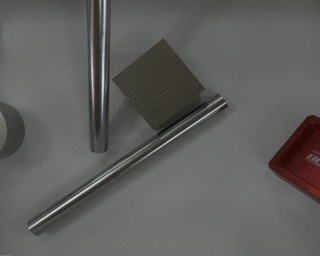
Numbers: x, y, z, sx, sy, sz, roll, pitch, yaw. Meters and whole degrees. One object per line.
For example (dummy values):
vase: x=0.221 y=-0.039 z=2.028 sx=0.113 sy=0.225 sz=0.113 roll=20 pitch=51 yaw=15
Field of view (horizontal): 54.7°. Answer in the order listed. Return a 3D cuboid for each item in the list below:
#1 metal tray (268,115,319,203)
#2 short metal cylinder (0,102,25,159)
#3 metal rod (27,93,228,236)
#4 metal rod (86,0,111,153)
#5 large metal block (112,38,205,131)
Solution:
metal tray: x=0.207 y=0.047 z=0.365 sx=0.090 sy=0.130 sz=0.030 roll=-50 pitch=126 yaw=0
short metal cylinder: x=-0.224 y=0.004 z=0.396 sx=0.081 sy=0.050 sz=0.079 roll=0 pitch=90 yaw=-1
metal rod: x=-0.041 y=0.048 z=0.410 sx=0.301 sy=0.025 sz=0.025 roll=-34 pitch=90 yaw=-1
metal rod: x=-0.067 y=-0.101 z=0.338 sx=0.025 sy=0.025 sz=0.298 roll=6 pitch=120 yaw=-1
large metal block: x=-0.002 y=-0.053 z=0.399 sx=0.080 sy=0.050 sz=0.080 roll=-39 pitch=91 yaw=0
